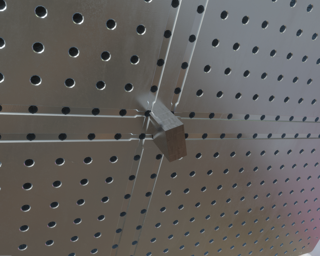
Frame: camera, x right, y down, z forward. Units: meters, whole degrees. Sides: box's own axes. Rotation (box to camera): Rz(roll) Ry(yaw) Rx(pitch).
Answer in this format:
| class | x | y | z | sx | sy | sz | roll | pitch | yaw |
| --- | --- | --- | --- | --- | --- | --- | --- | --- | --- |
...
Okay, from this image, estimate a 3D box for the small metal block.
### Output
| class | x | y | z | sx | sy | sz | roll | pitch | yaw |
| --- | --- | --- | --- | --- | --- | --- | --- | --- | --- |
| small metal block | 0.010 | 0.008 | 0.405 | 0.025 | 0.050 | 0.050 | -21 | 126 | -16 |
